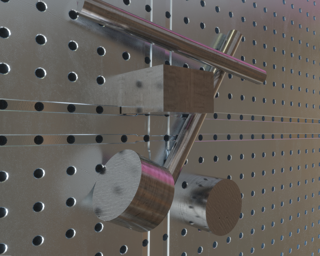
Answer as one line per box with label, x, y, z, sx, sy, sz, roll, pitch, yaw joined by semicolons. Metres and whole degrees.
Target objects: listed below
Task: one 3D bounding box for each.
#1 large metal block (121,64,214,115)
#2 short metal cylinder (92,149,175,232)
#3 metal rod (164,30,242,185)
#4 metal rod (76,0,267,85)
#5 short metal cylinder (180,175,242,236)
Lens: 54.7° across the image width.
large metal block;0.009;-0.043;0.381;0.081;0.080;0.050;-1;91;-40
short metal cylinder;-0.030;0.071;0.348;0.050;0.080;0.080;33;70;-36
metal rod;0.060;-0.029;0.459;0.025;0.025;0.300;41;65;-33
metal rod;0.038;-0.109;0.419;0.302;0.025;0.025;12;83;-33
short metal cylinder;0.075;0.112;0.457;0.081;0.050;0.079;0;90;-40
